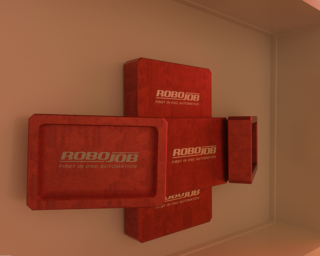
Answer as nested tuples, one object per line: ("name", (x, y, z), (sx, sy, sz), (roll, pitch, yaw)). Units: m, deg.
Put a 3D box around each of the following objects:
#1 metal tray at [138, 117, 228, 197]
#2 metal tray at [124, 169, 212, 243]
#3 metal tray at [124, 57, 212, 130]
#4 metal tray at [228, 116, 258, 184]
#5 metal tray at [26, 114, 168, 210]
("metal tray", (0.034, 0.032, 0.391), (0.131, 0.030, 0.089), (-2, 91, -40))
("metal tray", (0.015, 0.090, 0.413), (0.131, 0.030, 0.089), (-1, 91, -40))
("metal tray", (0.015, -0.039, 0.412), (0.131, 0.030, 0.089), (-1, 91, -40))
("metal tray", (0.128, 0.027, 0.467), (0.130, 0.030, 0.089), (-6, 95, -69))
("metal tray", (-0.060, 0.033, 0.311), (0.131, 0.030, 0.089), (1, 90, -11))
